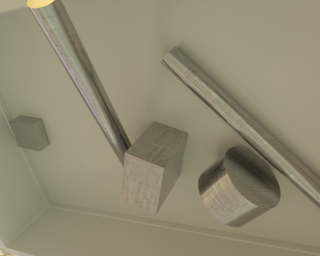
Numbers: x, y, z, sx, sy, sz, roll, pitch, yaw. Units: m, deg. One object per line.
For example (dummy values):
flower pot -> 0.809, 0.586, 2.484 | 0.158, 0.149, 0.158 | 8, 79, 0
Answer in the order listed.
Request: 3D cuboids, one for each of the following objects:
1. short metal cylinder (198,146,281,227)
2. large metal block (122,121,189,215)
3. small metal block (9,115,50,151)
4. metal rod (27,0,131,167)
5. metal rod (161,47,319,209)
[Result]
short metal cylinder -> 0.093, 0.069, 0.366 | 0.080, 0.080, 0.050 | 40, 129, 0
large metal block -> -0.006, 0.050, 0.406 | 0.050, 0.080, 0.079 | 20, 126, 16
small metal block -> -0.222, 0.009, 0.528 | 0.050, 0.025, 0.050 | 8, 122, 24
metal rod -> -0.061, -0.012, 0.355 | 0.025, 0.025, 0.299 | 12, 148, 21
metal rod -> 0.120, 0.018, 0.355 | 0.300, 0.025, 0.025 | 42, 129, -2
